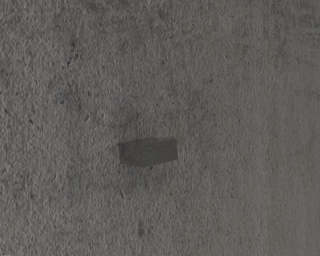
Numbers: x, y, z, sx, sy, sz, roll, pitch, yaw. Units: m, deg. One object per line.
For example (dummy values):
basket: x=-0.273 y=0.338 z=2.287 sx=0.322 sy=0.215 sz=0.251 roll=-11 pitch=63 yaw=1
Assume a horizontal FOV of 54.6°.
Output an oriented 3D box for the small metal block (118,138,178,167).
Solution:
small metal block: x=-0.015 y=0.028 z=0.375 sx=0.050 sy=0.050 sz=0.025 roll=-8 pitch=96 yaw=-40
